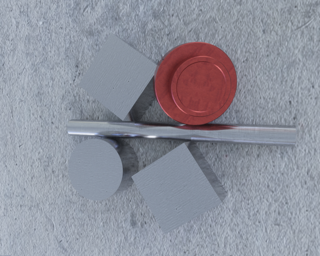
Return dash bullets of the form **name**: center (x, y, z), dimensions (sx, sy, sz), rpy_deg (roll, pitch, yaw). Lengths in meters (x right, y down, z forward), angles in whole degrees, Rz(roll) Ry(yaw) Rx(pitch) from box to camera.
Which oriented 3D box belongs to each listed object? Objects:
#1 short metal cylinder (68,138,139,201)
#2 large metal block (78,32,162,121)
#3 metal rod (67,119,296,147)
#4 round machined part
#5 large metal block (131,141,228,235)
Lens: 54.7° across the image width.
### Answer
- **short metal cylinder**: center (-0.076, 0.054, 0.422), dimensions (0.080, 0.050, 0.079), rpy_deg (0, 90, 19)
- **large metal block**: center (-0.045, -0.065, 0.409), dimensions (0.080, 0.050, 0.080), rpy_deg (38, 102, 15)
- **metal rod**: center (0.013, 0.004, 0.406), dimensions (0.301, 0.025, 0.025), rpy_deg (2, 91, 19)
- **round machined part**: center (0.043, -0.050, 0.360), dimensions (0.099, 0.042, 0.097), rpy_deg (-2, 105, -8)
- **large metal block**: center (0.025, 0.072, 0.387), dimensions (0.080, 0.050, 0.080), rpy_deg (-35, 79, 16)
